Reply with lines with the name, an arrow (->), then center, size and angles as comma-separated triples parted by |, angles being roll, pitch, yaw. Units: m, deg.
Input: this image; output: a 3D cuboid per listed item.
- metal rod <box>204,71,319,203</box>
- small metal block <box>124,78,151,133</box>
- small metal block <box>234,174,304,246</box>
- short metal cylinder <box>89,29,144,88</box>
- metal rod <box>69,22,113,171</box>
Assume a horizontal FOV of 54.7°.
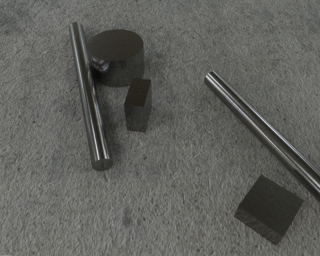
metal rod -> 0.150, 0.025, 0.383 | 0.025, 0.025, 0.300 | -23, 54, -18
small metal block -> -0.028, -0.030, 0.412 | 0.025, 0.050, 0.050 | 7, 50, 6
small metal block -> 0.116, 0.086, 0.331 | 0.050, 0.025, 0.050 | 32, 57, 24
short metal cylinder -> -0.065, -0.108, 0.477 | 0.081, 0.050, 0.080 | 0, 50, 0
metal rod -> -0.108, -0.067, 0.458 | 0.025, 0.025, 0.300 | -12, 51, -10
